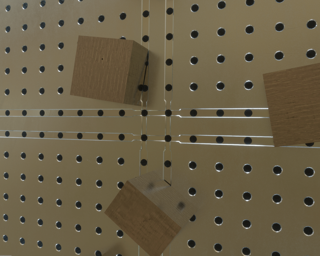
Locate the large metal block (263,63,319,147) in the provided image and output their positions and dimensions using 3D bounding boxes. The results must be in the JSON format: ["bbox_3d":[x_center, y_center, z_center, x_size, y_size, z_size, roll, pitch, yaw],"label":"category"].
[{"bbox_3d":[0.162,-0.025,0.342,0.080,0.050,0.080,-9,87,19],"label":"large metal block"}]

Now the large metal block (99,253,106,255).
[{"bbox_3d":[-0.105,0.237,0.435,0.080,0.050,0.080,-29,81,17],"label":"large metal block"}]

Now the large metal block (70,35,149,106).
[{"bbox_3d":[-0.068,-0.077,0.422,0.080,0.050,0.079,10,94,19],"label":"large metal block"}]

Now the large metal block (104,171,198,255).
[{"bbox_3d":[-0.007,0.103,0.385,0.080,0.080,0.050,38,102,15],"label":"large metal block"}]
